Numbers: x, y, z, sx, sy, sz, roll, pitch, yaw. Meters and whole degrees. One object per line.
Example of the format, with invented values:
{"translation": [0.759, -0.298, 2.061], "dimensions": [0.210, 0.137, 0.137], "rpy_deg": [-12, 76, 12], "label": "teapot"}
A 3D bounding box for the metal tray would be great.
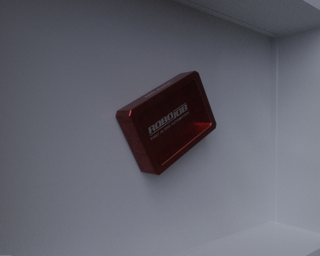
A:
{"translation": [0.014, -0.010, 0.410], "dimensions": [0.131, 0.030, 0.090], "rpy_deg": [-35, 112, -35], "label": "metal tray"}
